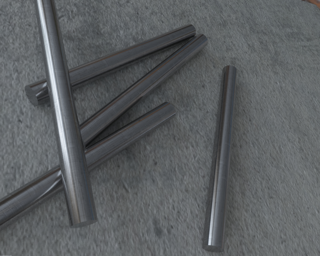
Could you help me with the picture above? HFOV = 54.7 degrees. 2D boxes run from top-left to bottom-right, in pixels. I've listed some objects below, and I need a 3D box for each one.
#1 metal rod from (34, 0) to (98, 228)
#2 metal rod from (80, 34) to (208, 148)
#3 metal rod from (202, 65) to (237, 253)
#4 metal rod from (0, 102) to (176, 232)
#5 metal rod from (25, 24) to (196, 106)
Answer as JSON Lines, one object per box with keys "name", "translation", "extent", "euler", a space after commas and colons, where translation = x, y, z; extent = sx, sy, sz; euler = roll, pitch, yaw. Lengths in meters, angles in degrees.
{"name": "metal rod", "translation": [-0.109, -0.044, 0.339], "extent": [0.025, 0.025, 0.299], "euler": [-3, 63, -30]}
{"name": "metal rod", "translation": [-0.010, -0.069, 0.441], "extent": [0.025, 0.025, 0.302], "euler": [44, 51, 1]}
{"name": "metal rod", "translation": [0.090, 0.020, 0.441], "extent": [0.025, 0.025, 0.300], "euler": [24, 53, -14]}
{"name": "metal rod", "translation": [-0.087, 0.041, 0.332], "extent": [0.302, 0.025, 0.025], "euler": [-33, 81, -38]}
{"name": "metal rod", "translation": [-0.046, -0.102, 0.442], "extent": [0.302, 0.025, 0.025], "euler": [-34, 81, -38]}
